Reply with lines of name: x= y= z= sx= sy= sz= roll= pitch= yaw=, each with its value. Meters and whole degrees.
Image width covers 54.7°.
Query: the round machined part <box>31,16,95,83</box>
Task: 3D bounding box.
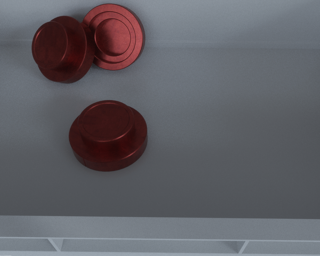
round machined part: x=-0.148 y=-0.117 z=0.455 sx=0.098 sy=0.042 sz=0.097 roll=-1 pitch=89 yaw=25

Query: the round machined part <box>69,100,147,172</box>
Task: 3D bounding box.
round machined part: x=-0.066 y=0.003 z=0.391 sx=0.099 sy=0.042 sz=0.098 roll=0 pitch=50 yaw=0

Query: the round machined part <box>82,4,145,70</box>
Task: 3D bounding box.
round machined part: x=-0.071 y=-0.142 z=0.486 sx=0.099 sy=0.097 sz=0.042 roll=7 pitch=21 yaw=6
